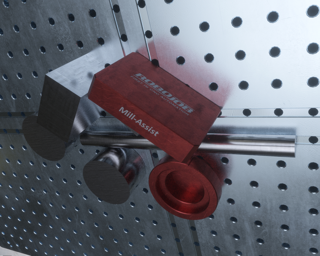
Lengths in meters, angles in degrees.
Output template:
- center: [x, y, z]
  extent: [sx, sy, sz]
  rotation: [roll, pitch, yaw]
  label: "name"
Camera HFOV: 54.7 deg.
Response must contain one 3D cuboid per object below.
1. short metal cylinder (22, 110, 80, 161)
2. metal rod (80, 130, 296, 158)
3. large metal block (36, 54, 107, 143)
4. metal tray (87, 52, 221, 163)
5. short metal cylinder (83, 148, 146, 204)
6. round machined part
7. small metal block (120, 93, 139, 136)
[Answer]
- center: [-0.164, 0.005, 0.484]
  extent: [0.080, 0.050, 0.079]
  rotation: [13, 124, 21]
  label: "short metal cylinder"
- center: [0.017, 0.018, 0.413]
  extent: [0.300, 0.025, 0.025]
  rotation: [1, 119, 27]
  label: "metal rod"
- center: [-0.109, -0.040, 0.409]
  extent: [0.050, 0.080, 0.079]
  rotation: [33, 129, 6]
  label: "large metal block"
- center: [-0.003, -0.028, 0.353]
  extent: [0.130, 0.090, 0.030]
  rotation: [35, 129, 5]
  label: "metal tray"
- center: [-0.069, 0.069, 0.474]
  extent: [0.080, 0.050, 0.079]
  rotation: [13, 124, 21]
  label: "short metal cylinder"
- center: [0.037, 0.075, 0.427]
  extent: [0.098, 0.042, 0.097]
  rotation: [13, 124, 21]
  label: "round machined part"
- center: [-0.030, -0.025, 0.412]
  extent: [0.050, 0.025, 0.050]
  rotation: [43, 129, -2]
  label: "small metal block"
